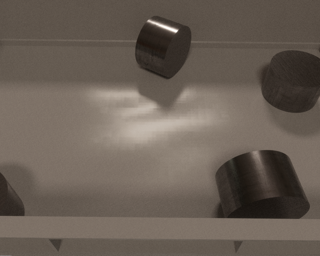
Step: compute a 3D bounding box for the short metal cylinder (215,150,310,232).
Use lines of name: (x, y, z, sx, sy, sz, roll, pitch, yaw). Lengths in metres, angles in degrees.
short metal cylinder: (0.101, 0.066, 0.315, 0.081, 0.080, 0.050, -4, 50, -4)

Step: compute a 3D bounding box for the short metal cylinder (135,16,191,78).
short metal cylinder: (0.006, -0.124, 0.474, 0.050, 0.080, 0.080, 27, 55, 20)

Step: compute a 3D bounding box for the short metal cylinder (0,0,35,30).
short metal cylinder: (-0.271, -0.225, 0.558, 0.081, 0.080, 0.050, -4, 50, -4)

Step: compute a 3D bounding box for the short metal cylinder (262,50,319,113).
short metal cylinder: (0.195, -0.068, 0.449, 0.081, 0.050, 0.080, 0, 50, 0)

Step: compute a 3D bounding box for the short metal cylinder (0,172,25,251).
short metal cylinder: (-0.188, 0.085, 0.315, 0.081, 0.050, 0.080, 0, 50, 0)
